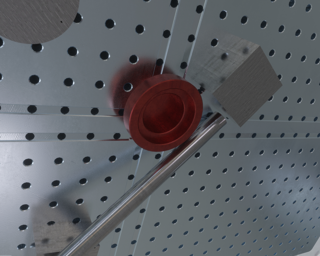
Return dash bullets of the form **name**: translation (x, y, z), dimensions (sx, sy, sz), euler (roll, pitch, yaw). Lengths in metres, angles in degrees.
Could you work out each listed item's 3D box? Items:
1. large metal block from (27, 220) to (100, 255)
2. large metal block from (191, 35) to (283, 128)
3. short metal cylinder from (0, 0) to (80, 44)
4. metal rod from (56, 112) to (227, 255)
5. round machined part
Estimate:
- **large metal block**: translation (-0.138, 0.180, 0.431), dimensions (0.081, 0.050, 0.079), euler (4, 116, -31)
- **large metal block**: translation (0.104, -0.061, 0.414), dimensions (0.080, 0.050, 0.080), euler (-46, 129, 4)
- **short metal cylinder**: translation (-0.114, -0.117, 0.260), dimensions (0.081, 0.050, 0.079), euler (-14, 124, -21)
- **metal rod**: translation (-0.022, 0.082, 0.415), dimensions (0.301, 0.025, 0.025), euler (-41, 130, -14)
- **round machined part**: translation (0.001, -0.022, 0.387), dimensions (0.099, 0.042, 0.097), euler (-14, 124, -21)
